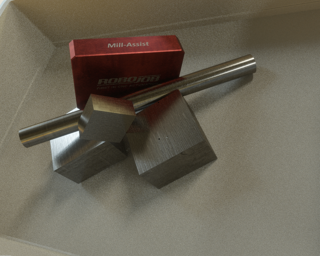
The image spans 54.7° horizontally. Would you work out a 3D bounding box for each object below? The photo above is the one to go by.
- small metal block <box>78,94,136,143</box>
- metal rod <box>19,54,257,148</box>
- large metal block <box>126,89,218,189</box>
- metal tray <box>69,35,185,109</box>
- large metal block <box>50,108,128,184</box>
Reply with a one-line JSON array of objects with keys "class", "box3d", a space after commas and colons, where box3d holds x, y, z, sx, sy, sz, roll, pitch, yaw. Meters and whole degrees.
[{"class": "small metal block", "box3d": [-0.063, -0.010, 0.363, 0.050, 0.050, 0.025, -55, 40, 38]}, {"class": "metal rod", "box3d": [-0.026, -0.035, 0.390, 0.302, 0.025, 0.025, -18, 53, -2]}, {"class": "large metal block", "box3d": [0.010, 0.014, 0.373, 0.080, 0.050, 0.080, -29, 52, 9]}, {"class": "metal tray", "box3d": [-0.042, -0.068, 0.390, 0.131, 0.089, 0.030, -7, 54, -14]}, {"class": "large metal block", "box3d": [-0.101, 0.017, 0.426, 0.080, 0.050, 0.080, -29, 52, 9]}]
